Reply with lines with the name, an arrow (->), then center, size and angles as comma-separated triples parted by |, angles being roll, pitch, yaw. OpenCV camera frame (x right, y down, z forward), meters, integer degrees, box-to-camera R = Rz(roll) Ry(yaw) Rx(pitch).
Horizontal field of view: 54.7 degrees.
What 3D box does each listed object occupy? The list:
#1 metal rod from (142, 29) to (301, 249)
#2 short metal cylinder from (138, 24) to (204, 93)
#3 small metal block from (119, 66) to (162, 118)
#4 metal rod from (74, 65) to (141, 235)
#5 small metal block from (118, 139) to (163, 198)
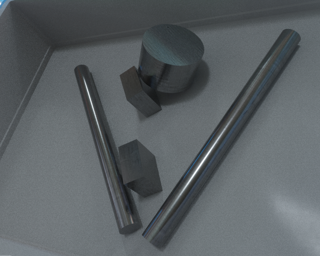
metal rod -> 0.078, 0.003, 0.361 | 0.025, 0.025, 0.300 | 28, 77, 37
short metal cylinder -> 0.013, -0.093, 0.415 | 0.081, 0.050, 0.080 | 6, 54, -8
small metal block -> -0.027, -0.050, 0.432 | 0.025, 0.050, 0.050 | -31, 52, 14
metal rod -> -0.085, 0.008, 0.443 | 0.025, 0.025, 0.300 | -31, 52, 8
small metal block -> -0.023, 0.049, 0.370 | 0.025, 0.050, 0.050 | -24, 53, 13
